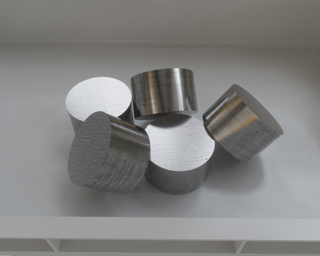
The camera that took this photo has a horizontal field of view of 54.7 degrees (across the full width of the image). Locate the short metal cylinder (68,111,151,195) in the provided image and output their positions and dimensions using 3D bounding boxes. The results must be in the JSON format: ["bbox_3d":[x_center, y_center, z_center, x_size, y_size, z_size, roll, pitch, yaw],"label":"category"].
[{"bbox_3d":[-0.056,0.028,0.335,0.050,0.080,0.080,24,37,-38],"label":"short metal cylinder"}]

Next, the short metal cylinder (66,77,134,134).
[{"bbox_3d":[-0.076,-0.021,0.402,0.081,0.050,0.080,0,50,0],"label":"short metal cylinder"}]

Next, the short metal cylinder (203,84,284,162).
[{"bbox_3d":[0.097,-0.006,0.367,0.080,0.050,0.080,35,26,-19],"label":"short metal cylinder"}]

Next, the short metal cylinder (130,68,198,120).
[{"bbox_3d":[0.005,-0.040,0.391,0.081,0.080,0.050,-6,86,-6],"label":"short metal cylinder"}]

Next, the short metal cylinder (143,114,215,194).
[{"bbox_3d":[0.020,0.030,0.362,0.081,0.050,0.080,0,50,0],"label":"short metal cylinder"}]
